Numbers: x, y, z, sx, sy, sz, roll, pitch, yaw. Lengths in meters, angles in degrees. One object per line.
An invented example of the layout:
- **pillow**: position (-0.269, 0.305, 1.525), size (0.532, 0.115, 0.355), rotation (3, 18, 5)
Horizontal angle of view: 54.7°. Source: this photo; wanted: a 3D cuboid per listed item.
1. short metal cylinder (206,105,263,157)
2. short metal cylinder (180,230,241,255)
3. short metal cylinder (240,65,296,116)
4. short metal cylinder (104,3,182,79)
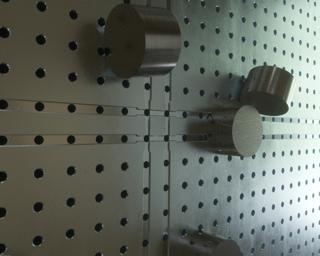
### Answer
- **short metal cylinder**: position (0.119, 0.005, 0.492), size (0.081, 0.050, 0.079), rotation (0, 90, -40)
- **short metal cylinder**: position (0.075, 0.198, 0.456), size (0.081, 0.050, 0.079), rotation (0, 90, -40)
- **short metal cylinder**: position (0.183, -0.062, 0.526), size (0.080, 0.080, 0.050), rotation (36, 68, -34)
- **short metal cylinder**: position (-0.022, -0.098, 0.355), size (0.050, 0.080, 0.079), rotation (-12, 98, -39)
